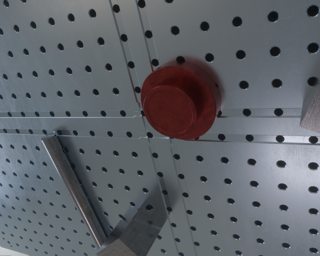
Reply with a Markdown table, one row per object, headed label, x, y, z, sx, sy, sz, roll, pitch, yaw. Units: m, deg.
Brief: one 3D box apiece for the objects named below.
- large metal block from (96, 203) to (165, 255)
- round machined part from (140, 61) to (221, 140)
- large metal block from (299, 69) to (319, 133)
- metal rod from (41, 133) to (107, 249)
| label | x | y | z | sx | sy | sz | roll | pitch | yaw |
| --- | --- | --- | --- | --- | --- | --- | --- | --- | --- |
| large metal block | -0.048 | 0.183 | 0.515 | 0.050 | 0.080 | 0.080 | 44 | 129 | -2 |
| round machined part | 0.020 | -0.027 | 0.373 | 0.098 | 0.042 | 0.097 | 13 | 124 | 21 |
| large metal block | 0.184 | -0.032 | 0.278 | 0.080 | 0.050 | 0.079 | 21 | 126 | 16 |
| metal rod | -0.143 | 0.145 | 0.575 | 0.025 | 0.025 | 0.298 | -5 | 116 | 30 |
